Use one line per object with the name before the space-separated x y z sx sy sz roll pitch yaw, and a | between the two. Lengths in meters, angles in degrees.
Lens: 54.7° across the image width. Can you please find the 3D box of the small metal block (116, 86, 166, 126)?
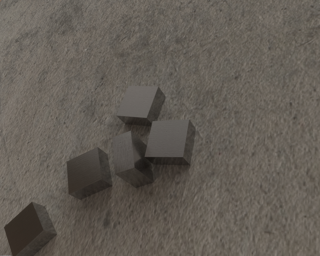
small metal block | -0.026 -0.031 0.435 0.050 0.025 0.050 6 64 30

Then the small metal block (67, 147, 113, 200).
small metal block | -0.095 0.061 0.415 0.050 0.025 0.050 -25 53 12

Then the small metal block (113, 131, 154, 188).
small metal block | -0.032 0.039 0.379 0.025 0.050 0.050 -21 54 16

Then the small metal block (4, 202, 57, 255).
small metal block | -0.171 0.136 0.408 0.050 0.025 0.050 -43 51 -2

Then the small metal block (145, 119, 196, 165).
small metal block | 0.014 0.018 0.385 0.050 0.025 0.050 -2 61 26
